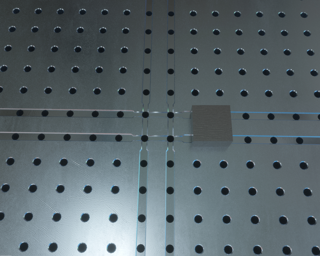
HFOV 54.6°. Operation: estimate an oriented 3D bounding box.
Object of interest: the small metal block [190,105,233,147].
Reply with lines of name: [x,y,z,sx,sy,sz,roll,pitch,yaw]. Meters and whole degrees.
small metal block: [0.068,-0.003,0.413,0.050,0.025,0.050,0,70,0]
